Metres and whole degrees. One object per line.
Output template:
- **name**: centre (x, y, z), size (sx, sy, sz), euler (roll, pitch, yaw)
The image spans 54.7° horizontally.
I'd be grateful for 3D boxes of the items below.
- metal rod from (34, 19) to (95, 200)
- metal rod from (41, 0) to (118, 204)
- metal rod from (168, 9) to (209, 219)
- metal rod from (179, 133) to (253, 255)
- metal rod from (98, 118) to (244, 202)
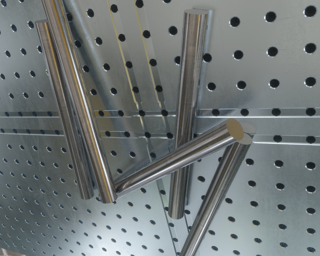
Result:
- **metal rod**: centre (-0.139, -0.010, 0.475), size (0.025, 0.025, 0.298), euler (9, 123, 23)
- **metal rod**: centre (-0.106, -0.029, 0.426), size (0.025, 0.025, 0.298), euler (-1, 112, 28)
- **metal rod**: centre (0.031, 0.006, 0.397), size (0.025, 0.025, 0.298), euler (15, 125, 19)
- **metal rod**: centre (0.068, 0.128, 0.453), size (0.025, 0.025, 0.298), euler (24, 127, 13)
- **metal rod**: centre (-0.009, 0.059, 0.425), size (0.025, 0.025, 0.299), euler (49, 136, -7)
